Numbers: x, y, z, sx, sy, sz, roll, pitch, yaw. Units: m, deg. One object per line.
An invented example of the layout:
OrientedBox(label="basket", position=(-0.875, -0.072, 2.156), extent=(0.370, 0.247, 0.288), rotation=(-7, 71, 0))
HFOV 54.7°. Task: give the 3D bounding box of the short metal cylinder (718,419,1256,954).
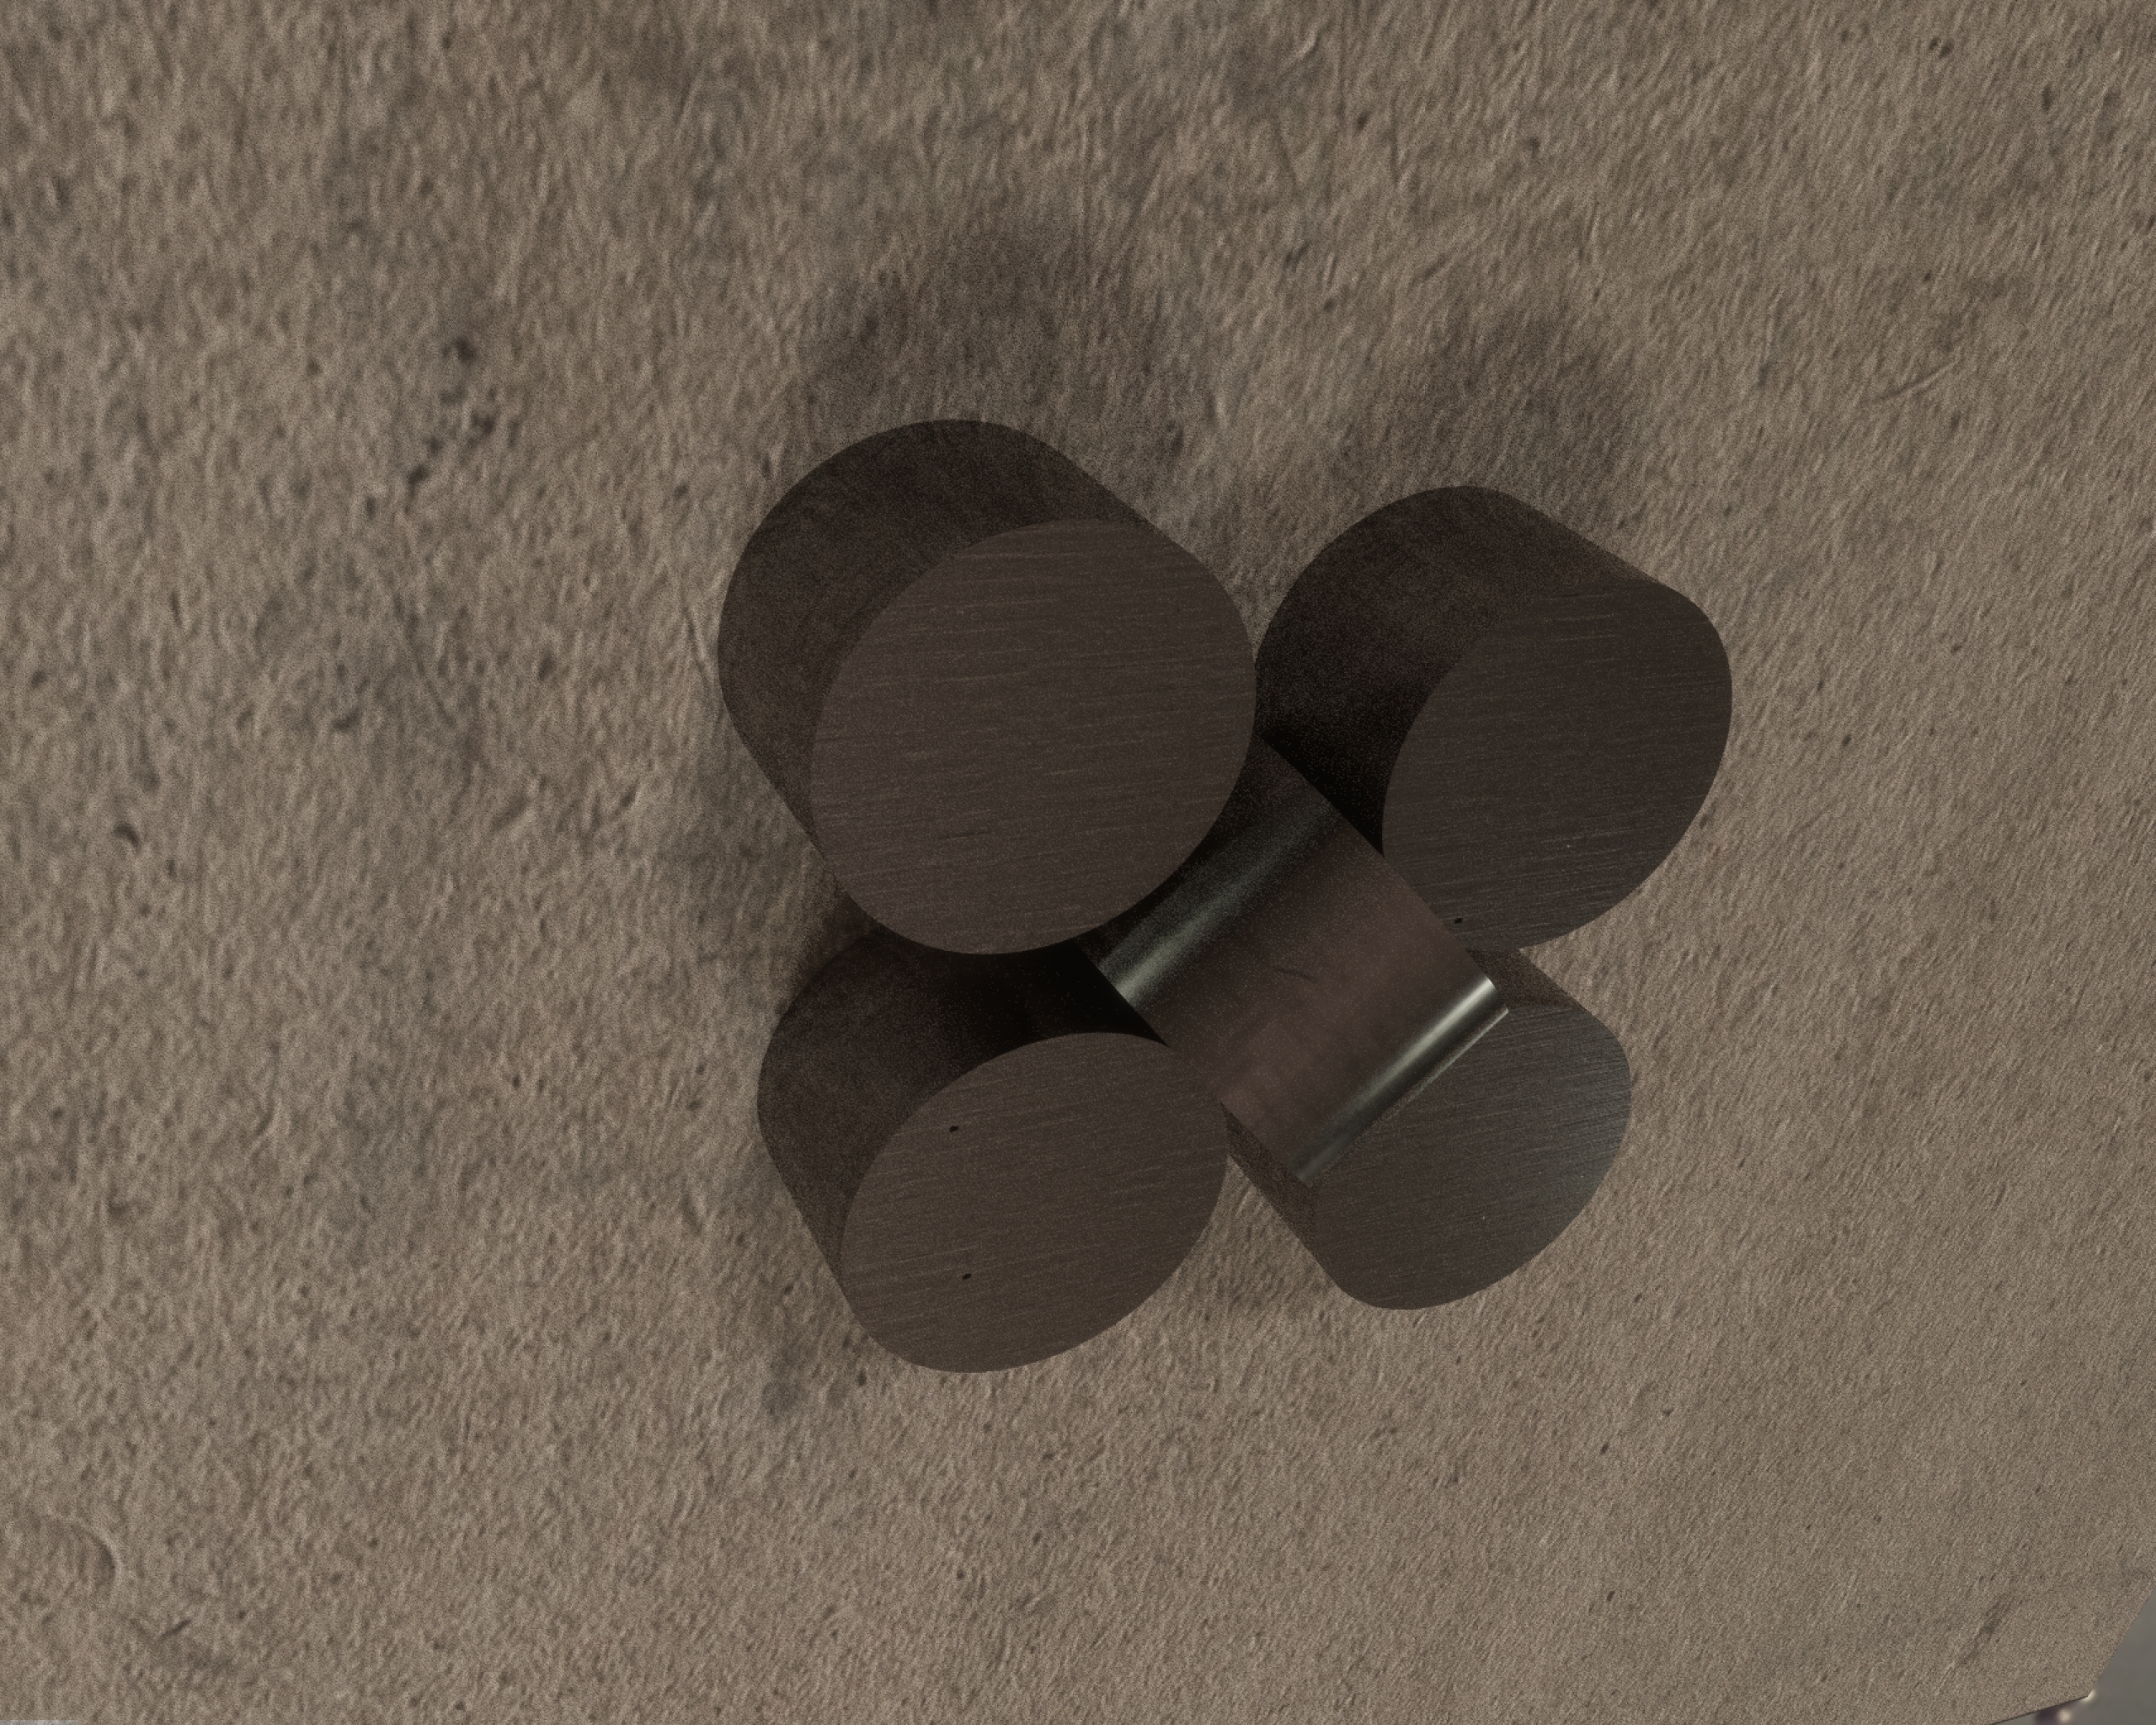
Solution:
OrientedBox(label="short metal cylinder", position=(-0.016, -0.031, 0.364), extent=(0.081, 0.050, 0.079), rotation=(-14, 125, -21))

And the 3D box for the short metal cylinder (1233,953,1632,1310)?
OrientedBox(label="short metal cylinder", position=(0.075, 0.052, 0.466), extent=(0.081, 0.050, 0.079), rotation=(-14, 125, -21))

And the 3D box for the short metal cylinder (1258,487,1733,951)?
OrientedBox(label="short metal cylinder", position=(0.082, -0.029, 0.419), extent=(0.081, 0.050, 0.079), rotation=(-14, 125, -21))

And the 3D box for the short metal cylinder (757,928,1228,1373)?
OrientedBox(label="short metal cylinder", position=(-0.017, 0.054, 0.416), extent=(0.081, 0.050, 0.079), rotation=(-14, 125, -21))

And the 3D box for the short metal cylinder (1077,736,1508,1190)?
OrientedBox(label="short metal cylinder", position=(0.037, 0.017, 0.405), extent=(0.050, 0.080, 0.080), rotation=(-43, 130, 1))
